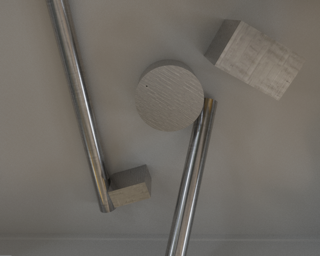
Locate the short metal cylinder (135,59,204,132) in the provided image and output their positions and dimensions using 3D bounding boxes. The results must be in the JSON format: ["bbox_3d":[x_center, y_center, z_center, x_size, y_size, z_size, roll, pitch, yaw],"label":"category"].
[{"bbox_3d":[0.011,-0.041,0.383,0.081,0.050,0.079,0,110,-1],"label":"short metal cylinder"}]

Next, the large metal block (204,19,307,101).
[{"bbox_3d":[0.103,-0.081,0.354,0.080,0.080,0.050,26,108,-10],"label":"large metal block"}]

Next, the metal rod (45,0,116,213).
[{"bbox_3d":[-0.098,-0.021,0.401,0.025,0.025,0.298,-8,110,2],"label":"metal rod"}]

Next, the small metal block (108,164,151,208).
[{"bbox_3d":[-0.040,0.079,0.427,0.050,0.050,0.025,-16,110,5],"label":"small metal block"}]

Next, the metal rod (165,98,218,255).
[{"bbox_3d":[0.029,0.108,0.379,0.025,0.025,0.299,14,81,-6],"label":"metal rod"}]
